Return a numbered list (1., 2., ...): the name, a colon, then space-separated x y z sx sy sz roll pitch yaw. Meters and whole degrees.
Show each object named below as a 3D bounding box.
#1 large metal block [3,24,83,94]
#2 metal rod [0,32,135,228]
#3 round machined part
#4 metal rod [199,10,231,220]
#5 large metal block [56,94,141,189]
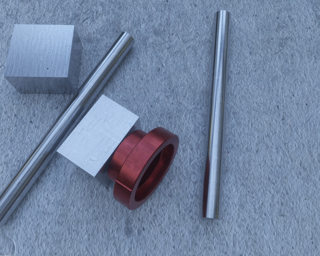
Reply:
1. large metal block: -0.157 -0.094 0.427 0.081 0.050 0.080 1 70 0
2. metal rod: -0.122 -0.011 0.410 0.025 0.025 0.300 29 72 9
3. round machined part: -0.022 0.041 0.355 0.042 0.098 0.098 30 73 18
4. metal rod: 0.077 -0.031 0.420 0.025 0.025 0.299 7 70 2
5. large metal block: -0.066 0.019 0.371 0.050 0.080 0.080 32 73 11
